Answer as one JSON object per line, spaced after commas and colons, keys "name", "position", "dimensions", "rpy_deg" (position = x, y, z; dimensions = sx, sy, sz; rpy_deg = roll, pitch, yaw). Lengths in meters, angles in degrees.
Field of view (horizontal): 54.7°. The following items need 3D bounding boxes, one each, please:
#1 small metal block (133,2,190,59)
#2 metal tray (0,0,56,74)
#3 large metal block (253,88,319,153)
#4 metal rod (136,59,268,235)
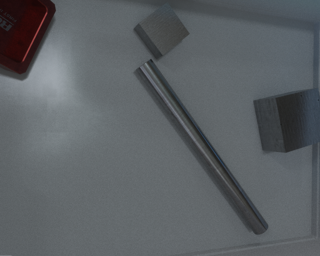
{"name": "small metal block", "position": [0.002, -0.129, 0.412], "dimensions": [0.050, 0.025, 0.050], "rpy_deg": [-42, 104, -15]}
{"name": "metal tray", "position": [-0.173, -0.121, 0.301], "dimensions": [0.130, 0.030, 0.090], "rpy_deg": [35, 75, -61]}
{"name": "large metal block", "position": [0.198, -0.012, 0.472], "dimensions": [0.081, 0.050, 0.080], "rpy_deg": [-14, 95, -20]}
{"name": "metal rod", "position": [0.065, 0.034, 0.436], "dimensions": [0.025, 0.025, 0.299], "rpy_deg": [-40, 103, -16]}
